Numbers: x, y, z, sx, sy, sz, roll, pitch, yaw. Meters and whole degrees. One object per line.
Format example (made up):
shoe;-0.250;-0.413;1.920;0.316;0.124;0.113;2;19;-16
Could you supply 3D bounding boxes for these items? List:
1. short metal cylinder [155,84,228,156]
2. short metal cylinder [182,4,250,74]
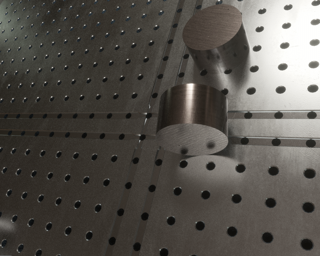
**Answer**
short metal cylinder;0.037;-0.007;0.357;0.080;0.080;0.050;-7;59;24
short metal cylinder;0.077;-0.121;0.425;0.080;0.050;0.080;-13;56;20
